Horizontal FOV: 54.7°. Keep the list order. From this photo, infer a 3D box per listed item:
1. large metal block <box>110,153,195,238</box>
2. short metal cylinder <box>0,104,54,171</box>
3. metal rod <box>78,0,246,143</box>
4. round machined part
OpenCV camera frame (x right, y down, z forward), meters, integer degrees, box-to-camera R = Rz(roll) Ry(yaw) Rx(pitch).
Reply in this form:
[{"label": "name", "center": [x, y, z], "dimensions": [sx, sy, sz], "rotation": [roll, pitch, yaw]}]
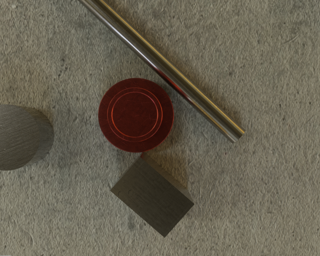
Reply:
[{"label": "large metal block", "center": [-0.009, 0.076, 0.382], "dimensions": [0.080, 0.080, 0.050], "rotation": [41, 90, -1]}, {"label": "short metal cylinder", "center": [-0.184, 0.011, 0.395], "dimensions": [0.081, 0.050, 0.079], "rotation": [0, 90, -1]}, {"label": "metal rod", "center": [-0.006, -0.090, 0.409], "dimensions": [0.300, 0.025, 0.025], "rotation": [43, 90, -1]}, {"label": "round machined part", "center": [-0.031, -0.016, 0.401], "dimensions": [0.099, 0.042, 0.097], "rotation": [0, 90, -1]}]
